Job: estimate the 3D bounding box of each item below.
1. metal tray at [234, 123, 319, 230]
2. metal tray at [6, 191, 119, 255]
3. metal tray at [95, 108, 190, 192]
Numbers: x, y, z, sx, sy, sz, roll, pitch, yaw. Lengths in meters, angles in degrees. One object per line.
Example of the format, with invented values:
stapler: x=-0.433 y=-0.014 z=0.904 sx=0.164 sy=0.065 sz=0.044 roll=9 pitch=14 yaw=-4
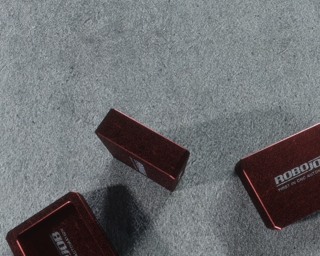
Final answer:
metal tray: x=0.173 y=0.057 z=0.385 sx=0.131 sy=0.030 sz=0.090 roll=-23 pitch=72 yaw=-8
metal tray: x=-0.100 y=0.150 z=0.349 sx=0.090 sy=0.030 sz=0.130 roll=-33 pitch=74 yaw=-12
metal tray: x=-0.016 y=0.032 z=0.354 sx=0.090 sy=0.130 sz=0.030 roll=29 pitch=75 yaw=10
